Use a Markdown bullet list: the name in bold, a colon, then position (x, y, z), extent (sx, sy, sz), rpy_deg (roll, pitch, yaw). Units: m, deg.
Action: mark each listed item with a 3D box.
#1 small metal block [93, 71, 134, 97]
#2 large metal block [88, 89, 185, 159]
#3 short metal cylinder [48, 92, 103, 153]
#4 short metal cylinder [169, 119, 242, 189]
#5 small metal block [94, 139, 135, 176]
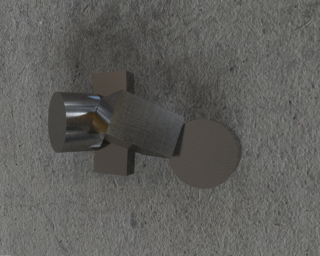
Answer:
- **small metal block**: position (-0.064, -0.051, 0.431), extent (0.050, 0.025, 0.050), rpy_deg (-1, 90, 19)
- **large metal block**: position (-0.031, -0.002, 0.371), extent (0.080, 0.080, 0.050), rpy_deg (23, 79, -24)
- **short metal cylinder**: position (-0.114, -0.008, 0.416), extent (0.080, 0.050, 0.079), rpy_deg (2, 92, 55)
- **short metal cylinder**: position (0.056, 0.029, 0.377), extent (0.080, 0.050, 0.079), rpy_deg (0, 90, 19)
- **small metal block**: position (-0.063, 0.038, 0.431), extent (0.050, 0.025, 0.050), rpy_deg (3, 91, 19)
